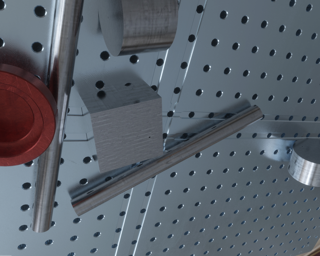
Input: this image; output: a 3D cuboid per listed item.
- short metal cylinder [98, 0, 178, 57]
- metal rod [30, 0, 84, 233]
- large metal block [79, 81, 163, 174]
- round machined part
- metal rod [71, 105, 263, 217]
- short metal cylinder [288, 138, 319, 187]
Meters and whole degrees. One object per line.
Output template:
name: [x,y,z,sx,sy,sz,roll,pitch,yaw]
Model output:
short metal cylinder: [-0.024,-0.111,0.294,0.050,0.080,0.079,-12,124,-22]
metal rod: [-0.118,-0.003,0.344,0.025,0.025,0.298,2,118,-29]
large metal block: [-0.044,-0.002,0.369,0.081,0.050,0.079,-15,125,-20]
round machined part: [-0.149,-0.015,0.299,0.099,0.042,0.097,-5,118,-8]
metal rod: [0.018,0.041,0.446,0.302,0.025,0.025,-27,128,-12]
short metal cylinder: [0.281,0.061,0.567,0.081,0.080,0.050,-15,125,-20]
